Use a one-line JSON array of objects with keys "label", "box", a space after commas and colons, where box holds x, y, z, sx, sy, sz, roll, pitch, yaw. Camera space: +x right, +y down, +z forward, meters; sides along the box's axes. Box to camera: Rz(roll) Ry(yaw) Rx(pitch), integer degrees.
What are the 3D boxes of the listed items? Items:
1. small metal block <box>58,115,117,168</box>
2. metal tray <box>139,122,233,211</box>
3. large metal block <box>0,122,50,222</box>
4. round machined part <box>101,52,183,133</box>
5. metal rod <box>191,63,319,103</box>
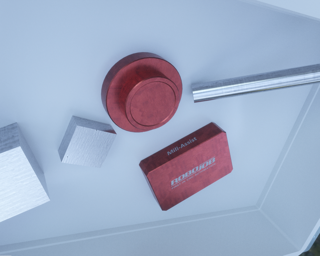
[{"label": "small metal block", "box": [-0.088, 0.018, 0.373, 0.050, 0.025, 0.050, 15, 111, -35]}, {"label": "metal tray", "box": [0.043, 0.059, 0.468, 0.131, 0.030, 0.090, -28, 128, -11]}, {"label": "large metal block", "box": [-0.175, 0.052, 0.329, 0.081, 0.050, 0.080, -22, 127, -15]}, {"label": "round machined part", "box": [-0.016, -0.036, 0.368, 0.099, 0.042, 0.097, -14, 125, -21]}, {"label": "metal rod", "box": [0.192, -0.068, 0.397, 0.302, 0.025, 0.025, -9, 126, 4]}]
